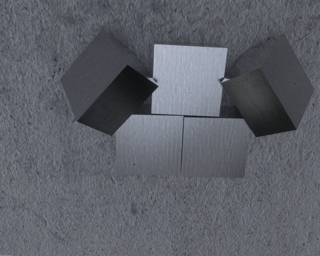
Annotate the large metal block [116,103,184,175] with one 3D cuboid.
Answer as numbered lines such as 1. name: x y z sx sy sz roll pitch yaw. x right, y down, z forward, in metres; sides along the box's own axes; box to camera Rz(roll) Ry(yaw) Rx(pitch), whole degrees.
1. large metal block: -0.014 0.013 0.402 0.081 0.050 0.079 1 110 -1

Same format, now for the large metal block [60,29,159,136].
1. large metal block: -0.061 -0.052 0.354 0.080 0.080 0.050 -45 139 14

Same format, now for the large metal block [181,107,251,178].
1. large metal block: 0.068 0.017 0.403 0.081 0.050 0.079 1 110 -1

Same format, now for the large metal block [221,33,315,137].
1. large metal block: 0.128 -0.048 0.359 0.050 0.080 0.080 -17 116 49

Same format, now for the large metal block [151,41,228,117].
1. large metal block: 0.032 -0.061 0.376 0.081 0.050 0.079 3 110 -2
